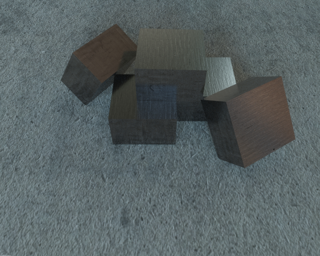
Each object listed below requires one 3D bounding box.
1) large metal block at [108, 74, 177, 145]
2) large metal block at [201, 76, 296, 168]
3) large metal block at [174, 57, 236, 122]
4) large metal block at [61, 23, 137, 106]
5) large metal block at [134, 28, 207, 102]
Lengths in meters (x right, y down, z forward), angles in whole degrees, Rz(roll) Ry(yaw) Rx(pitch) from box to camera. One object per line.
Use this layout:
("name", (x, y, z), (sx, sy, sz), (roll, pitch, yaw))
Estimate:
("large metal block", (-0.020, -0.025, 0.407), (0.081, 0.050, 0.080), (0, 50, 0))
("large metal block", (0.106, -0.010, 0.370), (0.081, 0.080, 0.050), (-25, 17, -20))
("large metal block", (0.060, -0.055, 0.436), (0.081, 0.050, 0.080), (0, 50, 0))
("large metal block", (-0.083, -0.086, 0.431), (0.050, 0.080, 0.080), (47, 58, -6))
("large metal block", (0.013, -0.080, 0.388), (0.081, 0.050, 0.080), (2, 50, 1))
